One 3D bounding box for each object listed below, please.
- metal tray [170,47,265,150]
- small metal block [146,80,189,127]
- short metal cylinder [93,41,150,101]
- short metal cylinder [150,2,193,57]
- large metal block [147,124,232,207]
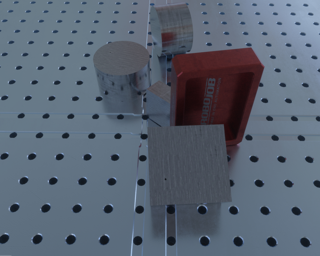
[{"bbox_3d":[0.059,-0.027,0.362,0.091,0.129,0.030,-7,49,-6],"label":"metal tray"},{"bbox_3d":[0.009,-0.028,0.414,0.050,0.050,0.025,34,55,26],"label":"small metal block"},{"bbox_3d":[-0.055,-0.086,0.463,0.081,0.050,0.080,0,50,0],"label":"short metal cylinder"},{"bbox_3d":[0.017,-0.161,0.507,0.050,0.080,0.080,-11,51,-9],"label":"short metal cylinder"},{"bbox_3d":[0.028,0.043,0.338,0.081,0.050,0.080,-2,74,-2],"label":"large metal block"}]
